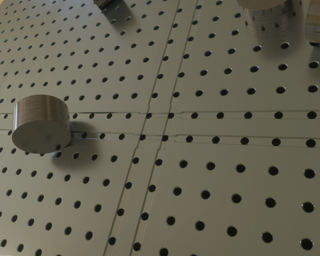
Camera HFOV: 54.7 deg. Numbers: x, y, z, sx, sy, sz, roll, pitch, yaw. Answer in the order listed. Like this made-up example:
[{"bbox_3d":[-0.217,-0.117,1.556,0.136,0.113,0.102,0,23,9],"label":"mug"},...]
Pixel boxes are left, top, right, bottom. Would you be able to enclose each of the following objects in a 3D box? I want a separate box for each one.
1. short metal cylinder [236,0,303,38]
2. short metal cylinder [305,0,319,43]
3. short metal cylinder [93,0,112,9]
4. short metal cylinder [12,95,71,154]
[{"bbox_3d":[0.148,-0.170,0.418,0.080,0.050,0.080,-13,56,20],"label":"short metal cylinder"},{"bbox_3d":[0.206,-0.132,0.346,0.050,0.080,0.080,25,75,36],"label":"short metal cylinder"},{"bbox_3d":[-0.123,-0.284,0.609,0.050,0.080,0.080,-35,52,5],"label":"short metal cylinder"},{"bbox_3d":[-0.177,-0.004,0.466,0.080,0.080,0.050,-26,53,12],"label":"short metal cylinder"}]
